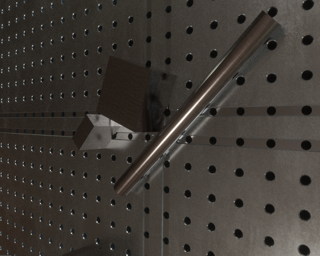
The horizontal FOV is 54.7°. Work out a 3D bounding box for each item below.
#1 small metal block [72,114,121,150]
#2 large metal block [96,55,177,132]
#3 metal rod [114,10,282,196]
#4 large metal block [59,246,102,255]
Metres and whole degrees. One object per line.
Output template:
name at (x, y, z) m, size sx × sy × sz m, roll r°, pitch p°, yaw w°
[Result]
small metal block at (-0.097, 0.006, 0.470) m, size 0.025 × 0.050 × 0.050 m, roll 52°, pitch 120°, yaw 27°
large metal block at (-0.033, -0.046, 0.419) m, size 0.080 × 0.050 × 0.079 m, roll 26°, pitch 106°, yaw 36°
metal rod at (0.029, -0.011, 0.383) m, size 0.298 × 0.025 × 0.025 m, roll -50°, pitch 61°, yaw 28°
large metal block at (-0.133, 0.238, 0.480) m, size 0.050 × 0.081 × 0.080 m, roll -21°, pitch 77°, yaw 38°
